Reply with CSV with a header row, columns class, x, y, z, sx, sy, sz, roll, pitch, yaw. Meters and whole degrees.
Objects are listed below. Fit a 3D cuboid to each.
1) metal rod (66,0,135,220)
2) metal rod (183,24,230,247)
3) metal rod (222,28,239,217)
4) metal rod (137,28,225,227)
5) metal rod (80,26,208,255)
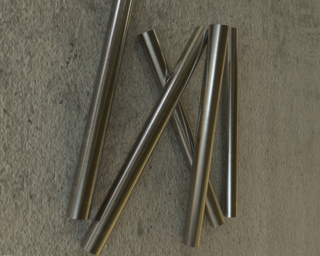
class,x,y,z,sx,sy,sz,roll,pitch,yaw
metal rod,-0.061,-0.050,0.352,0.025,0.025,0.299,17,79,-39
metal rod,0.059,0.018,0.414,0.025,0.025,0.298,-4,105,-40
metal rod,0.113,-0.009,0.498,0.025,0.025,0.298,0,90,-40
metal rod,0.035,0.012,0.433,0.025,0.025,0.299,-34,111,-35
metal rod,-0.010,0.004,0.373,0.025,0.025,0.300,36,75,-34
